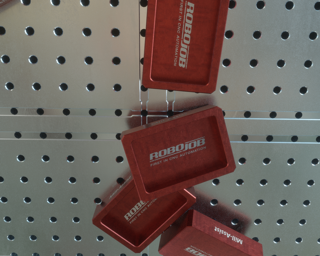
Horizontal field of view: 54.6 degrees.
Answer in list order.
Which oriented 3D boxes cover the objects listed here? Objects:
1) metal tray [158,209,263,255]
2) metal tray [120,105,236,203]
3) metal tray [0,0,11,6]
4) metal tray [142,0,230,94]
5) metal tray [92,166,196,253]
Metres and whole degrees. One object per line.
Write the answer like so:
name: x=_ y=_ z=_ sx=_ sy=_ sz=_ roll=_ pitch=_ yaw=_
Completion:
metal tray: x=0.075 y=0.181 z=0.463 sx=0.130 sy=0.030 sz=0.090 roll=29 pitch=127 yaw=-11
metal tray: x=0.024 y=0.031 z=0.400 sx=0.131 sy=0.030 sz=0.090 roll=-18 pitch=101 yaw=-8
metal tray: x=-0.212 y=-0.177 z=0.343 sx=0.130 sy=0.030 sz=0.090 roll=-25 pitch=108 yaw=8
metal tray: x=0.028 y=-0.110 z=0.370 sx=0.091 sy=0.030 sz=0.129 roll=5 pitch=110 yaw=-2
metal tray: x=-0.023 y=0.113 z=0.451 sx=0.090 sy=0.030 sz=0.130 roll=40 pitch=105 yaw=-14
